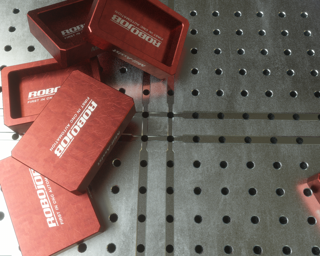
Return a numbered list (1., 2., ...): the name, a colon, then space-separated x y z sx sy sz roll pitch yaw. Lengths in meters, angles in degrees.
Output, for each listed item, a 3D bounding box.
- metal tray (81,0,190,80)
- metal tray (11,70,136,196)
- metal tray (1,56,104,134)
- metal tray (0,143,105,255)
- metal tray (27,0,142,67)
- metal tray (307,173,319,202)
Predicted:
1. metal tray: -0.028 -0.133 0.417 0.131 0.030 0.090 23 74 -28
2. metal tray: -0.100 0.003 0.375 0.090 0.030 0.130 28 72 10
3. metal tray: -0.144 -0.050 0.426 0.131 0.030 0.090 -12 70 -5
4. metal tray: -0.134 0.084 0.378 0.090 0.030 0.130 -24 72 -9
5. metal tray: -0.103 -0.144 0.436 0.131 0.030 0.090 -32 66 -30
6. metal tray: 0.256 0.100 0.374 0.090 0.030 0.130 -23 72 -8
